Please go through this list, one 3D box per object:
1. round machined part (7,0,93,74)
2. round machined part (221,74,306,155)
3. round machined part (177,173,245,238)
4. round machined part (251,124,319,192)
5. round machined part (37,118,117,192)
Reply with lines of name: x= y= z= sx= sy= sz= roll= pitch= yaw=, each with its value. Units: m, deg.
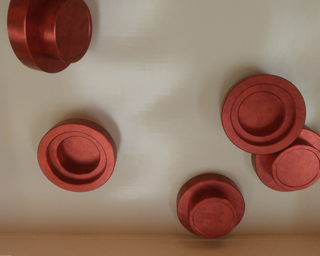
round machined part: x=-0.108 y=-0.106 z=0.328 sx=0.042 sy=0.098 sz=0.097 roll=14 pitch=111 yaw=15
round machined part: x=0.126 y=-0.019 z=0.390 sx=0.099 sy=0.042 sz=0.097 roll=1 pitch=101 yaw=6
round machined part: x=0.074 y=0.118 z=0.446 sx=0.099 sy=0.042 sz=0.097 roll=0 pitch=110 yaw=0
round machined part: x=0.179 y=0.045 z=0.420 sx=0.099 sy=0.042 sz=0.097 roll=0 pitch=110 yaw=0
round machined part: x=-0.106 y=0.033 z=0.413 sx=0.099 sy=0.042 sz=0.097 roll=0 pitch=110 yaw=0
